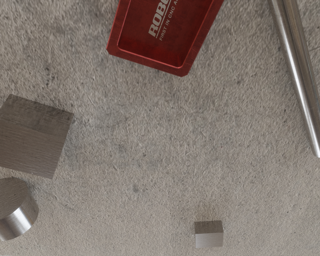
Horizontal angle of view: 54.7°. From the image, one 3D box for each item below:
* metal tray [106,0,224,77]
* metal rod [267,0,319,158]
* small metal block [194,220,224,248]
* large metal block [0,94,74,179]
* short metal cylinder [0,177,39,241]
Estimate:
[{"bbox_3d":[0.008,-0.121,0.300,0.091,0.030,0.129,15,128,-13],"label":"metal tray"},{"bbox_3d":[0.159,-0.068,0.351,0.025,0.025,0.300,-22,127,17],"label":"metal rod"},{"bbox_3d":[0.091,0.199,0.578,0.050,0.025,0.050,-4,130,3],"label":"small metal block"},{"bbox_3d":[-0.165,0.013,0.400,0.081,0.050,0.079,18,128,-15],"label":"large metal block"},{"bbox_3d":[-0.234,0.122,0.472,0.080,0.080,0.050,-4,130,3],"label":"short metal cylinder"}]
